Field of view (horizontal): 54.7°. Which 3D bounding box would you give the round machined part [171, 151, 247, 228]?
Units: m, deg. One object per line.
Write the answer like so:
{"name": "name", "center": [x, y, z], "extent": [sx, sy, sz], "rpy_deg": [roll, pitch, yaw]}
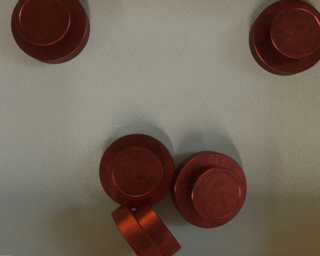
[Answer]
{"name": "round machined part", "center": [0.066, 0.080, 0.393], "extent": [0.099, 0.042, 0.097], "rpy_deg": [-1, 93, -14]}

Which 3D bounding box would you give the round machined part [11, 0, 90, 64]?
{"name": "round machined part", "center": [-0.145, -0.135, 0.401], "extent": [0.099, 0.042, 0.097], "rpy_deg": [0, 90, 0]}

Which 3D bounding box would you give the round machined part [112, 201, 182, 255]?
{"name": "round machined part", "center": [-0.012, 0.127, 0.368], "extent": [0.042, 0.098, 0.098], "rpy_deg": [-37, 90, -11]}

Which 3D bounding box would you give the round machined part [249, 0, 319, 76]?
{"name": "round machined part", "center": [0.171, -0.120, 0.404], "extent": [0.099, 0.042, 0.097], "rpy_deg": [0, 90, 0]}

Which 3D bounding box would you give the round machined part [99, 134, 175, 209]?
{"name": "round machined part", "center": [-0.030, 0.057, 0.403], "extent": [0.099, 0.042, 0.097], "rpy_deg": [0, 90, 0]}
